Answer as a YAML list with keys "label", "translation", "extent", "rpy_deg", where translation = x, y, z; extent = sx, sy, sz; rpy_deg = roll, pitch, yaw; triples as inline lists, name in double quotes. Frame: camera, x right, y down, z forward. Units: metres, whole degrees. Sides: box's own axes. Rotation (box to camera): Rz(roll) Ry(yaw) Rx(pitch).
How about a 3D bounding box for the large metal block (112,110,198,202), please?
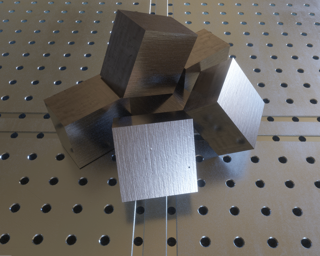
- label: "large metal block"
  translation: [-0.006, 0.028, 0.339]
  extent: [0.080, 0.080, 0.050]
  rpy_deg: [-7, 14, -6]

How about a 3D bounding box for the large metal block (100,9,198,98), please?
- label: "large metal block"
  translation: [-0.014, -0.085, 0.362]
  extent: [0.081, 0.079, 0.050]
  rpy_deg: [-12, 46, -43]

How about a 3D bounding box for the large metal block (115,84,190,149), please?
- label: "large metal block"
  translation: [-0.007, -0.024, 0.413]
  extent: [0.080, 0.050, 0.080]
  rpy_deg: [-32, 57, -24]

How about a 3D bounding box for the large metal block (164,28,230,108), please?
- label: "large metal block"
  translation: [0.047, -0.081, 0.441]
  extent: [0.080, 0.080, 0.050]
  rpy_deg: [-32, 57, -24]

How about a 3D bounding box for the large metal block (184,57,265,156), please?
- label: "large metal block"
  translation: [0.082, -0.025, 0.384]
  extent: [0.050, 0.080, 0.080]
  rpy_deg: [-17, 36, 42]

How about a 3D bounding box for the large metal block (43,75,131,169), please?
- label: "large metal block"
  translation: [-0.082, -0.010, 0.378]
  extent: [0.080, 0.080, 0.050]
  rpy_deg: [-31, 57, -23]
